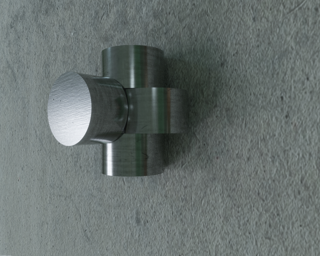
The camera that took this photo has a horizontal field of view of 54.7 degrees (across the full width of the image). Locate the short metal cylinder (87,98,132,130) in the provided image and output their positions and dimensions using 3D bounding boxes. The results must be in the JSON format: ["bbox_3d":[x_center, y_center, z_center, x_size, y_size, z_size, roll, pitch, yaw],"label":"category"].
[{"bbox_3d":[-0.069,-0.019,0.425,0.080,0.081,0.050,-1,89,39],"label":"short metal cylinder"}]

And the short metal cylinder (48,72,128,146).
[{"bbox_3d":[-0.083,-0.021,0.351,0.080,0.050,0.079,0,90,39],"label":"short metal cylinder"}]

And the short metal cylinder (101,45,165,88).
[{"bbox_3d":[-0.034,-0.071,0.397,0.080,0.081,0.050,-2,89,39],"label":"short metal cylinder"}]

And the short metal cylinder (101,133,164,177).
[{"bbox_3d":[-0.035,0.031,0.397,0.080,0.081,0.050,0,90,39],"label":"short metal cylinder"}]

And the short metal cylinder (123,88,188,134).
[{"bbox_3d":[-0.007,-0.019,0.374,0.080,0.081,0.050,0,90,39],"label":"short metal cylinder"}]
